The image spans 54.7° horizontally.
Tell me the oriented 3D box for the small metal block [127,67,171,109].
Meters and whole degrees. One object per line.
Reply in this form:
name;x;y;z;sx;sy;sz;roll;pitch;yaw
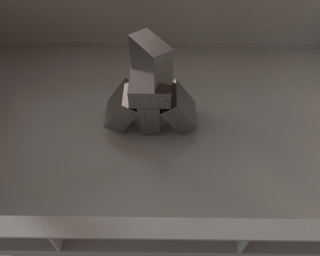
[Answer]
small metal block;-0.012;-0.050;0.379;0.050;0.025;0.050;1;50;0

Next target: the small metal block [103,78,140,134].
small metal block;-0.049;-0.028;0.406;0.025;0.050;0.050;24;45;-25

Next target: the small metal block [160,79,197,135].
small metal block;0.024;-0.027;0.406;0.025;0.050;0.050;-23;44;26

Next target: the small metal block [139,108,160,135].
small metal block;-0.013;-0.026;0.408;0.025;0.050;0.050;1;50;1

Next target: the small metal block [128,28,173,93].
small metal block;-0.010;-0.077;0.353;0.025;0.050;0.050;-29;56;-21
